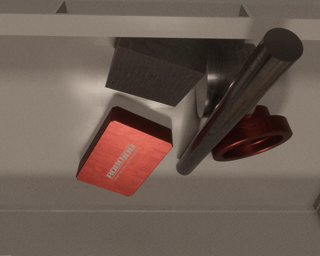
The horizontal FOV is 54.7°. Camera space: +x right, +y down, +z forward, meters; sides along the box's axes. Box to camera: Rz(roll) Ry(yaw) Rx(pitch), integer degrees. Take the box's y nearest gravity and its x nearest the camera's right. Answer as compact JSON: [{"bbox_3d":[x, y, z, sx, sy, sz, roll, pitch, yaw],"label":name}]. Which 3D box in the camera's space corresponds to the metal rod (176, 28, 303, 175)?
[{"bbox_3d":[0.056,0.004,0.325,0.025,0.025,0.299,6,158,-6],"label":"metal rod"}]

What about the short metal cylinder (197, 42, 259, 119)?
[{"bbox_3d":[0.069,-0.050,0.331,0.050,0.080,0.079,1,130,-1],"label":"short metal cylinder"}]

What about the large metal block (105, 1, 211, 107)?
[{"bbox_3d":[-0.005,-0.069,0.313,0.081,0.050,0.080,15,158,-13],"label":"large metal block"}]

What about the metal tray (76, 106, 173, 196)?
[{"bbox_3d":[-0.052,0.038,0.438,0.091,0.030,0.129,23,126,-19],"label":"metal tray"}]

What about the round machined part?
[{"bbox_3d":[0.108,0.005,0.386,0.099,0.042,0.098,-13,159,-5],"label":"round machined part"}]
